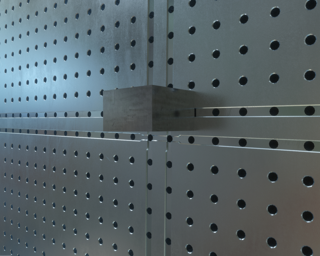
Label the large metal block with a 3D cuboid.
[{"bbox_3d":[-0.013,-0.021,0.385,0.080,0.081,0.050,0,90,40],"label":"large metal block"}]
